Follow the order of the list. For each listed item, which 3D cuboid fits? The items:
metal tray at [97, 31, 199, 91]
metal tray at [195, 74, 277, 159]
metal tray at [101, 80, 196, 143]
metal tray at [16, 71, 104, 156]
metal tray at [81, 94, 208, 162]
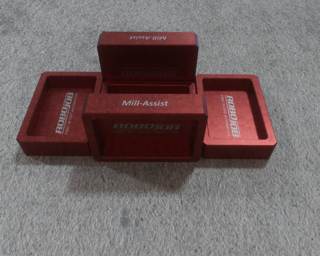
[{"bbox_3d":[-0.016,-0.089,0.437,0.131,0.089,0.030,0,50,-1],"label":"metal tray"},{"bbox_3d":[0.095,-0.019,0.419,0.091,0.030,0.130,1,50,0],"label":"metal tray"},{"bbox_3d":[-0.016,-0.024,0.421,0.131,0.030,0.090,1,50,0],"label":"metal tray"},{"bbox_3d":[-0.126,-0.023,0.419,0.091,0.030,0.130,1,50,0],"label":"metal tray"},{"bbox_3d":[-0.016,0.002,0.358,0.131,0.089,0.030,0,50,0],"label":"metal tray"}]
